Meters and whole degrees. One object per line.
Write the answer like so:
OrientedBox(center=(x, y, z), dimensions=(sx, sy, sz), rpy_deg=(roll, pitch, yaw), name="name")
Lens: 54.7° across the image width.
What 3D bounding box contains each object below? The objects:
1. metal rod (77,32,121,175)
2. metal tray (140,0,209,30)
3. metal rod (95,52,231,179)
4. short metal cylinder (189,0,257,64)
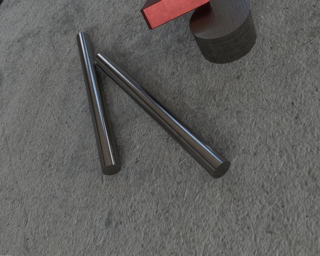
OrientedBox(center=(-0.104, -0.058, 0.493), dimensions=(0.025, 0.025, 0.299), rpy_deg=(-28, 52, 10), name="metal rod")
OrientedBox(center=(0.024, -0.197, 0.473), dimensions=(0.090, 0.030, 0.130), rpy_deg=(-21, 27, 16), name="metal tray")
OrientedBox(center=(-0.016, -0.035, 0.433), dimensions=(0.025, 0.025, 0.300), rpy_deg=(-44, 51, -2), name="metal rod")
OrientedBox(center=(0.087, -0.136, 0.426), dimensions=(0.080, 0.050, 0.080), rpy_deg=(-13, 56, 21), name="short metal cylinder")
